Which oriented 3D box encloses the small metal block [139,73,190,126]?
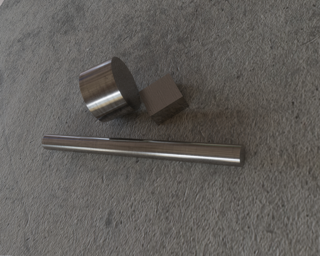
[{"bbox_3d":[0.005,-0.040,0.426,0.050,0.025,0.050,-32,52,7],"label":"small metal block"}]

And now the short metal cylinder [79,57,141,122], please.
[{"bbox_3d":[-0.069,-0.054,0.438,0.050,0.080,0.080,-21,54,16],"label":"short metal cylinder"}]

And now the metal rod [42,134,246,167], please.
[{"bbox_3d":[-0.042,0.026,0.409,0.300,0.025,0.025,2,63,29],"label":"metal rod"}]
